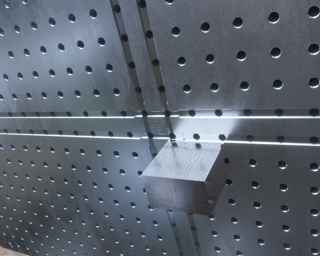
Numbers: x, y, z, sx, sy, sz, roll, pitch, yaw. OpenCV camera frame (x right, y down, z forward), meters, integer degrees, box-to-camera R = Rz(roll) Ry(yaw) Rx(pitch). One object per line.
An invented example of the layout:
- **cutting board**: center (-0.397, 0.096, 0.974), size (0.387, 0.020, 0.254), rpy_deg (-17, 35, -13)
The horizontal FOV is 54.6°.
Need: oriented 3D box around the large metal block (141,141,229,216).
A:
- **large metal block**: center (0.035, 0.060, 0.395), size (0.080, 0.080, 0.050), rpy_deg (1, 119, 28)
